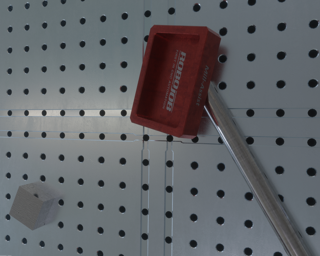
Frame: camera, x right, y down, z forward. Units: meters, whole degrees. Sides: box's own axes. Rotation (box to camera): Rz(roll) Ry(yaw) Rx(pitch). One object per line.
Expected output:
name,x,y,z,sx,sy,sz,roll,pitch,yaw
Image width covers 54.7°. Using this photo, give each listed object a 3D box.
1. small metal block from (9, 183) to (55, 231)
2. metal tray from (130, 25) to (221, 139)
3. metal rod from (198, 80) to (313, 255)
small metal block,-0.200,0.122,0.483,0.050,0.025,0.050,26,98,18
metal tray,0.016,-0.060,0.388,0.090,0.030,0.129,17,96,39
metal rod,0.122,0.074,0.369,0.025,0.025,0.299,-31,80,17
